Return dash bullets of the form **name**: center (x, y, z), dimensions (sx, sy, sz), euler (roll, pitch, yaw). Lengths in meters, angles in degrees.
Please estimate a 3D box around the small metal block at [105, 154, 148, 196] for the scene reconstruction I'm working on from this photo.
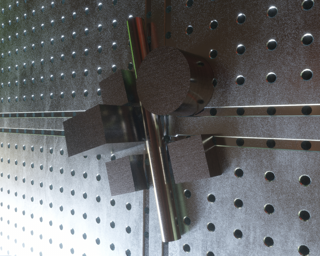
- **small metal block**: center (-0.049, 0.068, 0.447), dimensions (0.050, 0.025, 0.050), euler (-20, 78, 38)

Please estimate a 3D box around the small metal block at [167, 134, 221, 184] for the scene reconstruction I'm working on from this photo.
- **small metal block**: center (0.041, 0.037, 0.374), dimensions (0.050, 0.025, 0.050), euler (-19, 78, 38)

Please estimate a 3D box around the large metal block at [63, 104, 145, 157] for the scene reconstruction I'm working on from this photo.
- **large metal block**: center (-0.074, 0.005, 0.430), dimensions (0.080, 0.081, 0.050), euler (-19, 78, 38)

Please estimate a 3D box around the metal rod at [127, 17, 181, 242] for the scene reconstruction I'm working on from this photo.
- **metal rod**: center (-0.010, -0.004, 0.415), dimensions (0.025, 0.025, 0.298), euler (-16, 80, 38)

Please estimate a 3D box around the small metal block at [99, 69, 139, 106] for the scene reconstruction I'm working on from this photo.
- **small metal block**: center (-0.060, -0.052, 0.456), dimensions (0.050, 0.025, 0.050), euler (-22, 76, 37)

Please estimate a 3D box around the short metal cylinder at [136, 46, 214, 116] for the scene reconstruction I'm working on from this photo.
- **short metal cylinder**: center (0.018, -0.055, 0.376), dimensions (0.080, 0.050, 0.079), euler (0, 90, 39)
